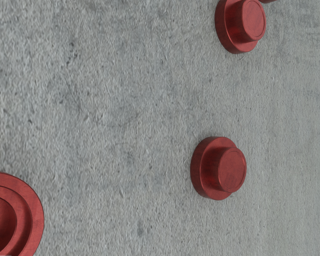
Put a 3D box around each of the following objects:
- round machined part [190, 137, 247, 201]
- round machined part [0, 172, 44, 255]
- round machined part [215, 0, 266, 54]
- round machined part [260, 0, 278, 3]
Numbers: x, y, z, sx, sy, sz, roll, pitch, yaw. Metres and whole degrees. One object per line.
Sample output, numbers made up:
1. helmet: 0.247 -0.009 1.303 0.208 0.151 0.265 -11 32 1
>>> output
1. round machined part: 0.096 0.062 0.474 0.099 0.042 0.097 0 90 -40
2. round machined part: -0.155 0.084 0.264 0.099 0.042 0.097 0 90 -40
3. round machined part: 0.138 -0.174 0.508 0.099 0.042 0.097 0 90 -40
4. round machined part: 0.177 -0.267 0.541 0.099 0.042 0.097 0 90 -40
